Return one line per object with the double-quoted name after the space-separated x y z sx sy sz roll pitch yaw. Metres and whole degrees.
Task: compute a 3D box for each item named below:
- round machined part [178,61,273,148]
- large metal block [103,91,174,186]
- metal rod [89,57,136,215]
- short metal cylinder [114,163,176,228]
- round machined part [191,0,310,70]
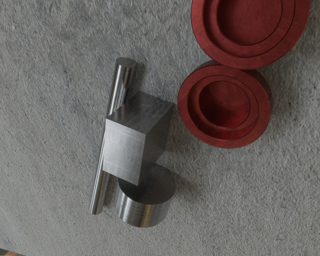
0.073 -0.029 0.339 0.098 0.042 0.097 13 124 20 "round machined part"
-0.027 0.011 0.392 0.050 0.080 0.079 22 127 15 "large metal block"
-0.079 0.033 0.468 0.025 0.025 0.298 27 128 11 "metal rod"
-0.022 0.093 0.440 0.080 0.080 0.050 24 127 13 "short metal cylinder"
0.081 -0.104 0.280 0.098 0.042 0.097 7 109 22 "round machined part"
